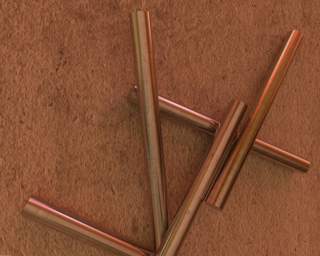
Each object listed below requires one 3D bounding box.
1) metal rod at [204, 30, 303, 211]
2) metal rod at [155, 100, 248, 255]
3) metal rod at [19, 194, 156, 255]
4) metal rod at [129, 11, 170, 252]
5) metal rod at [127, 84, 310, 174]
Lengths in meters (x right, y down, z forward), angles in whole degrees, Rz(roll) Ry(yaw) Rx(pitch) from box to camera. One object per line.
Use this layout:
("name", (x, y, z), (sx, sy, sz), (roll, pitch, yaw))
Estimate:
("metal rod", (0.140, -0.023, 0.438), (0.025, 0.025, 0.300), (37, 70, -16))
("metal rod", (0.039, 0.098, 0.394), (0.025, 0.025, 0.299), (31, 79, -18))
("metal rod", (-0.031, 0.162, 0.397), (0.301, 0.025, 0.025), (32, 80, -17))
("metal rod", (-0.010, 0.013, 0.385), (0.025, 0.025, 0.298), (-9, 101, -20))
("metal rod", (0.096, 0.008, 0.444), (0.302, 0.025, 0.025), (22, 83, -19))
